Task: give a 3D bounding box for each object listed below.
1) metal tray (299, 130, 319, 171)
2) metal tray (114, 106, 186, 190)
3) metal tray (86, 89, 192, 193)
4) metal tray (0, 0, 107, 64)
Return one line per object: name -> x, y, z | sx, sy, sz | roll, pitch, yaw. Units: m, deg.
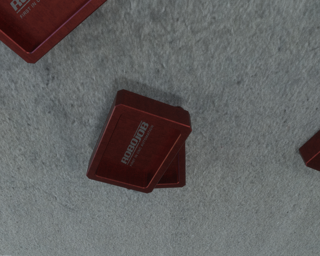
metal tray -> 0.270, 0.014, 0.420 | 0.091, 0.030, 0.129 | 20, 127, -17
metal tray -> -0.011, 0.032, 0.430 | 0.091, 0.030, 0.129 | -3, 130, 2
metal tray -> -0.029, 0.023, 0.382 | 0.091, 0.030, 0.129 | 18, 128, -15
metal tray -> -0.113, -0.131, 0.290 | 0.130, 0.030, 0.090 | -31, 124, 23
